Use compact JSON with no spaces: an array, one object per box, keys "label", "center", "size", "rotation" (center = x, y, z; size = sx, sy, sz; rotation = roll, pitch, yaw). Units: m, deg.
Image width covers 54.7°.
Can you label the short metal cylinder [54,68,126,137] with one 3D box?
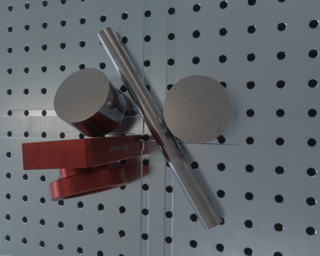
[{"label":"short metal cylinder","center":[-0.093,-0.033,0.417],"size":[0.080,0.050,0.080],"rotation":[-8,64,17]}]

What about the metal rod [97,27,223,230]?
[{"label":"metal rod","center":[-0.005,-0.007,0.414],"size":[0.025,0.025,0.299],"rotation":[-33,80,17]}]

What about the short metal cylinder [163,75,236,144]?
[{"label":"short metal cylinder","center":[0.050,-0.022,0.381],"size":[0.080,0.050,0.080],"rotation":[0,90,20]}]

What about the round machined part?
[{"label":"round machined part","center":[-0.096,0.064,0.408],"size":[0.098,0.098,0.042],"rotation":[-18,77,19]}]

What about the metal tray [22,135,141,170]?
[{"label":"metal tray","center":[-0.091,0.028,0.389],"size":[0.090,0.130,0.030],"rotation":[-5,89,20]}]
